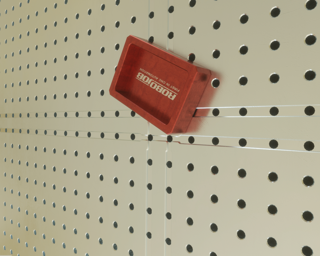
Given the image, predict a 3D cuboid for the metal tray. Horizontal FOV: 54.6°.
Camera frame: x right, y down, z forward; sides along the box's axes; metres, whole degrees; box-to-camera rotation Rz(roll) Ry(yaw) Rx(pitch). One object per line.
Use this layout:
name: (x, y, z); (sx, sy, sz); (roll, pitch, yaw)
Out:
metal tray: (-0.006, -0.059, 0.412); (0.130, 0.030, 0.089); (35, 111, 34)
